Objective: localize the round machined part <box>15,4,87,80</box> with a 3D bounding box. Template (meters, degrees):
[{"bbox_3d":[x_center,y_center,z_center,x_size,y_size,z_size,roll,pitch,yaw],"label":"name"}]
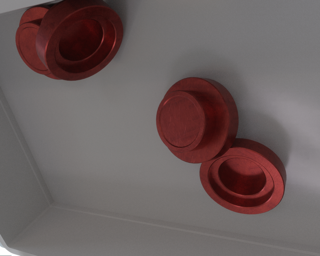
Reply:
[{"bbox_3d":[-0.148,-0.109,0.409,0.098,0.042,0.097,13,124,21],"label":"round machined part"}]

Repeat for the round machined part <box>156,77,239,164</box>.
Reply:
[{"bbox_3d":[0.034,-0.008,0.348,0.098,0.042,0.097,5,97,42],"label":"round machined part"}]

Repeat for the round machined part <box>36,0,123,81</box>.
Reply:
[{"bbox_3d":[-0.094,-0.105,0.351,0.042,0.099,0.097,48,132,22],"label":"round machined part"}]

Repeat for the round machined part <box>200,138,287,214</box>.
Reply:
[{"bbox_3d":[0.102,0.054,0.377,0.098,0.042,0.097,13,124,21],"label":"round machined part"}]
